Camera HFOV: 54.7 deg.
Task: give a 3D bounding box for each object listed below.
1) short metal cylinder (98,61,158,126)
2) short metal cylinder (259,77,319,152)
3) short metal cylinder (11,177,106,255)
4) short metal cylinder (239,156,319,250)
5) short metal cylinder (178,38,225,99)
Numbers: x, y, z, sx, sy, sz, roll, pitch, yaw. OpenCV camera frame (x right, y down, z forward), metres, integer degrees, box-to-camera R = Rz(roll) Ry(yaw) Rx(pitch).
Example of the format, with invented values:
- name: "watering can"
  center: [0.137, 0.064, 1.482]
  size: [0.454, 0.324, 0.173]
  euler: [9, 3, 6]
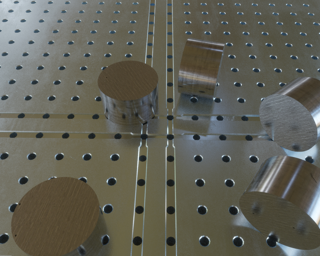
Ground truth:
- name: "short metal cylinder"
  center: [-0.042, -0.049, 0.432]
  size: [0.081, 0.050, 0.080]
  euler: [0, 50, 0]
- name: "short metal cylinder"
  center: [0.173, -0.017, 0.387]
  size: [0.050, 0.080, 0.080]
  euler: [-31, 57, -24]
- name: "short metal cylinder"
  center: [-0.097, 0.096, 0.309]
  size: [0.081, 0.050, 0.080]
  euler: [0, 50, 0]
- name: "short metal cylinder"
  center: [0.128, 0.074, 0.310]
  size: [0.080, 0.080, 0.050]
  euler: [30, 56, 22]
- name: "short metal cylinder"
  center: [0.060, -0.085, 0.443]
  size: [0.050, 0.080, 0.080]
  euler: [12, 51, 10]
